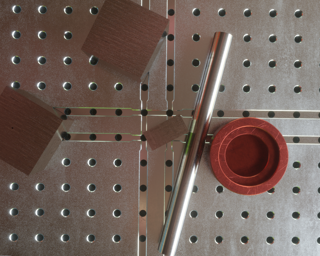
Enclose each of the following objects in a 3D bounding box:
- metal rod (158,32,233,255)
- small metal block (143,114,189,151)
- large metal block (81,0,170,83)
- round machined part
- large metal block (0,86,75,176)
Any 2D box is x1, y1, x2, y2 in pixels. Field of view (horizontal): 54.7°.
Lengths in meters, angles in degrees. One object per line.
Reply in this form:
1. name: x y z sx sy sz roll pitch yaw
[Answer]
1. metal rod: 0.047 0.021 0.413 0.025 0.025 0.298 15 90 0
2. small metal block: 0.007 0.005 0.401 0.050 0.050 0.025 -28 90 0
3. large metal block: -0.042 -0.114 0.400 0.080 0.050 0.080 26 90 0
4. round machined part: 0.111 0.035 0.406 0.099 0.042 0.097 0 90 0
5. large metal block: -0.172 0.003 0.399 0.080 0.050 0.080 31 90 0
